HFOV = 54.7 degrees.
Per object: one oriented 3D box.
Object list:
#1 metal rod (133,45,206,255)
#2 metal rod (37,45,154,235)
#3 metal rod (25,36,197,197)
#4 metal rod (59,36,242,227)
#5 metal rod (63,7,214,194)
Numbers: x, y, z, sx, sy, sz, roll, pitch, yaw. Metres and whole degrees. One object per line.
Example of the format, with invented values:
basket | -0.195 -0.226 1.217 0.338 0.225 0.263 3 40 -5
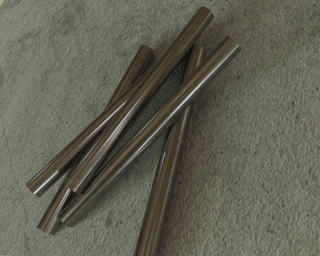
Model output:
metal rod | 0.017 0.021 0.382 0.025 0.025 0.300 2 62 29
metal rod | -0.084 0.005 0.445 0.025 0.025 0.300 14 69 34
metal rod | -0.058 -0.025 0.426 0.301 0.025 0.025 -45 51 -13
metal rod | -0.015 0.009 0.380 0.300 0.025 0.025 -47 51 6
metal rod | -0.021 -0.045 0.409 0.025 0.025 0.300 27 75 37
